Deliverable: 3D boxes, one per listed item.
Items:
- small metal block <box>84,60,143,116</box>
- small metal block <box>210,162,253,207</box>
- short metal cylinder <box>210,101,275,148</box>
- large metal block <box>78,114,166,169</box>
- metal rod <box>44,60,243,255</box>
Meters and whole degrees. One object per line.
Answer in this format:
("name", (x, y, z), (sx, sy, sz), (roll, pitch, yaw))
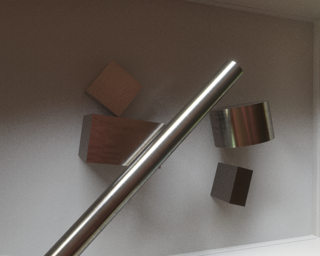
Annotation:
("small metal block", (-0.059, -0.049, 0.390), (0.050, 0.025, 0.050), (40, 77, -16))
("small metal block", (0.100, 0.078, 0.436), (0.025, 0.050, 0.050), (17, 85, -20))
("short metal cylinder", (0.111, -0.006, 0.424), (0.081, 0.080, 0.050), (-12, 95, -20))
("large metal block", (-0.048, 0.015, 0.364), (0.081, 0.080, 0.050), (8, 88, -20))
("metal rod", (-0.015, 0.038, 0.320), (0.301, 0.025, 0.025), (-47, 105, -14))
